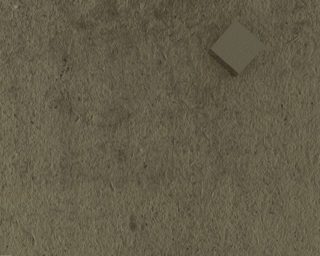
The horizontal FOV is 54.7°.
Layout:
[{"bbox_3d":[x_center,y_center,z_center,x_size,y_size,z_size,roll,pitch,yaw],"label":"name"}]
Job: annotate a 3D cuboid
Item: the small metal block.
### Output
[{"bbox_3d":[0.100,-0.104,0.411,0.050,0.025,0.050,41,90,0],"label":"small metal block"}]
